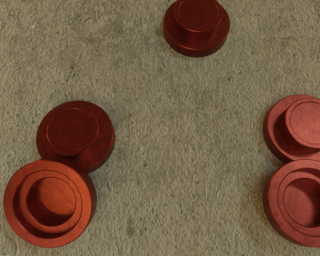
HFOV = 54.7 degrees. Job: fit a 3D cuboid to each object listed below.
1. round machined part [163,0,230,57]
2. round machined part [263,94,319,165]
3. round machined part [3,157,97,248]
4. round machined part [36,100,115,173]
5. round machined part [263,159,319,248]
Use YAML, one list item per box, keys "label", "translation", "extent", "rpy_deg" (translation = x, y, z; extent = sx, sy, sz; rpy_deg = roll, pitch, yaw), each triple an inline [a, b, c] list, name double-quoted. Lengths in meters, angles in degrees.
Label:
- label: "round machined part"
  translation: [0.054, -0.157, 0.457]
  extent: [0.099, 0.042, 0.098]
  rpy_deg: [0, 70, 0]
- label: "round machined part"
  translation: [0.189, 0.000, 0.400]
  extent: [0.099, 0.042, 0.098]
  rpy_deg: [0, 70, 0]
- label: "round machined part"
  translation: [-0.121, 0.081, 0.356]
  extent: [0.099, 0.042, 0.097]
  rpy_deg: [0, 94, 3]
- label: "round machined part"
  translation: [-0.109, 0.009, 0.395]
  extent: [0.099, 0.042, 0.098]
  rpy_deg: [0, 70, 0]
- label: "round machined part"
  translation: [0.171, 0.089, 0.367]
  extent: [0.099, 0.042, 0.098]
  rpy_deg: [0, 70, 0]
